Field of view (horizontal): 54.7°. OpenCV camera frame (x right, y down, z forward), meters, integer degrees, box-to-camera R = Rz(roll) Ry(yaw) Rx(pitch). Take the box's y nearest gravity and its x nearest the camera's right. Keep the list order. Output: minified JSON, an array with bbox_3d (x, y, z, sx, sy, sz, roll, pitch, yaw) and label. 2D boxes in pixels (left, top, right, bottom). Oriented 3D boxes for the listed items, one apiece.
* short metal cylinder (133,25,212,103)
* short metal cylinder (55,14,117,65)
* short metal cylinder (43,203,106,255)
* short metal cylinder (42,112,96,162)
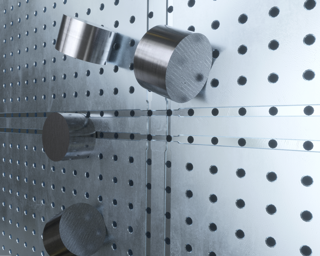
[{"bbox_3d":[0.016,-0.075,0.360,0.050,0.081,0.079,28,107,36],"label":"short metal cylinder"},{"bbox_3d":[-0.111,-0.133,0.465,0.080,0.081,0.050,32,110,35],"label":"short metal cylinder"},{"bbox_3d":[-0.133,0.163,0.483,0.050,0.081,0.080,-33,70,35],"label":"short metal cylinder"},{"bbox_3d":[-0.153,0.014,0.520,0.080,0.050,0.079,0,90,40],"label":"short metal cylinder"}]
